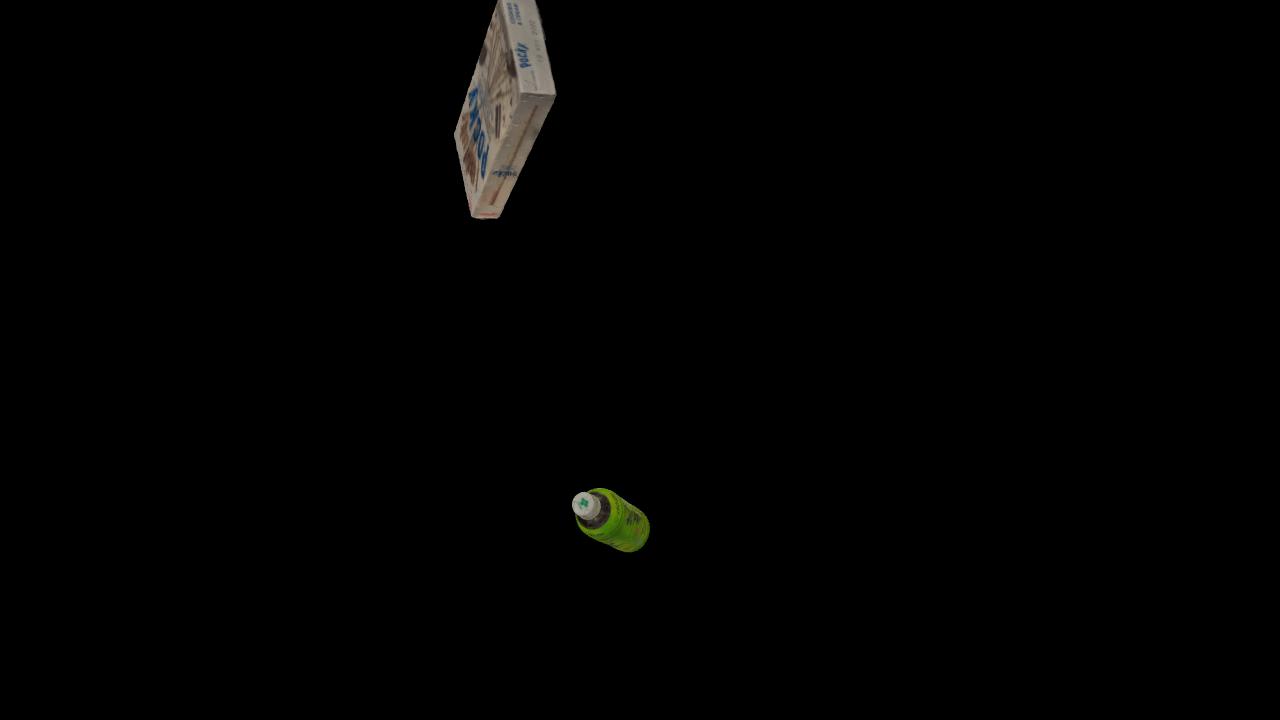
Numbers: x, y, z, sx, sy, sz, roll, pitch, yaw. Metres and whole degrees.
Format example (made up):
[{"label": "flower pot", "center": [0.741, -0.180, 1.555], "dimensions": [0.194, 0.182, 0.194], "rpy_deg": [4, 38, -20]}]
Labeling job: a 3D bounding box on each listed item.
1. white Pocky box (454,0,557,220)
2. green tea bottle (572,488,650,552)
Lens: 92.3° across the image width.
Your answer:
[{"label": "white Pocky box", "center": [-0.104, -0.180, 0.457], "dimensions": [0.028, 0.084, 0.154], "rpy_deg": [-6, -15, -30]}, {"label": "green tea bottle", "center": [-0.045, 0.225, 0.875], "dimensions": [0.073, 0.073, 0.212], "rpy_deg": [0, -24, 20]}]
